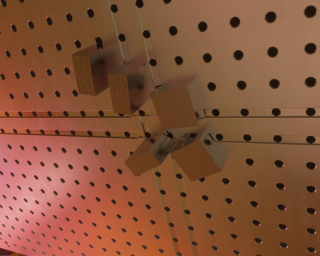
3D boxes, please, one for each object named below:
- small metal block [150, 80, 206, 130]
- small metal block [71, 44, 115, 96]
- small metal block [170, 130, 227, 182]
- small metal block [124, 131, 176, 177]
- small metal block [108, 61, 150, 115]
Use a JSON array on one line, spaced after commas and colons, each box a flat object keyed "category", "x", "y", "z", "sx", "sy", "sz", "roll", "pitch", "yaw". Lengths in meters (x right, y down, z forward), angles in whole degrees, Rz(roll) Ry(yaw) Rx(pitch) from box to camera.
[{"category": "small metal block", "x": 0.022, "y": -0.028, "z": 0.381, "sx": 0.050, "sy": 0.025, "sz": 0.050, "roll": -7, "pitch": 115, "yaw": 31}, {"category": "small metal block", "x": -0.081, "y": -0.074, "z": 0.390, "sx": 0.025, "sy": 0.050, "sz": 0.050, "roll": 10, "pitch": 123, "yaw": 22}, {"category": "small metal block", "x": 0.050, "y": 0.038, "z": 0.407, "sx": 0.050, "sy": 0.025, "sz": 0.050, "roll": -29, "pitch": 103, "yaw": 37}, {"category": "small metal block", "x": -0.013, "y": 0.035, "z": 0.422, "sx": 0.050, "sy": 0.050, "sz": 0.025, "roll": -30, "pitch": 102, "yaw": 37}, {"category": "small metal block", "x": -0.037, "y": -0.050, "z": 0.382, "sx": 0.025, "sy": 0.050, "sz": 0.050, "roll": 10, "pitch": 123, "yaw": 23}]
